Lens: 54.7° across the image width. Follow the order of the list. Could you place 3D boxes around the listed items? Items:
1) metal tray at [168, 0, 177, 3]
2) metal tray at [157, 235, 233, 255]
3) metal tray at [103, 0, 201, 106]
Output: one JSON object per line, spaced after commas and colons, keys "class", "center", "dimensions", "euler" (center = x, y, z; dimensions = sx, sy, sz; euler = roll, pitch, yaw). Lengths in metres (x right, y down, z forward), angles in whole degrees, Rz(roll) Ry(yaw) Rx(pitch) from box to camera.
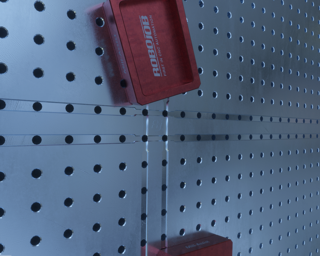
{"class": "metal tray", "center": [0.008, -0.235, 0.378], "dimensions": [0.130, 0.090, 0.030], "euler": [43, 19, -32]}
{"class": "metal tray", "center": [0.054, 0.216, 0.454], "dimensions": [0.131, 0.030, 0.089], "euler": [4, 88, -40]}
{"class": "metal tray", "center": [-0.007, -0.101, 0.384], "dimensions": [0.091, 0.030, 0.129], "euler": [-19, 103, -21]}
